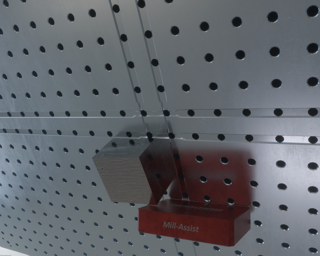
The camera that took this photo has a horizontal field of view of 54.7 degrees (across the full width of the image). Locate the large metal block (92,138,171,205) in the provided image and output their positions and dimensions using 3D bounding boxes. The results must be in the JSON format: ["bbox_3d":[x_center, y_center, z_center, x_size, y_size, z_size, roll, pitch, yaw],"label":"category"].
[{"bbox_3d":[-0.040,0.063,0.455,0.080,0.050,0.080,-4,117,30],"label":"large metal block"}]

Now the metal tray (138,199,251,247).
[{"bbox_3d":[0.047,0.123,0.419,0.130,0.090,0.030,-1,87,29],"label":"metal tray"}]
